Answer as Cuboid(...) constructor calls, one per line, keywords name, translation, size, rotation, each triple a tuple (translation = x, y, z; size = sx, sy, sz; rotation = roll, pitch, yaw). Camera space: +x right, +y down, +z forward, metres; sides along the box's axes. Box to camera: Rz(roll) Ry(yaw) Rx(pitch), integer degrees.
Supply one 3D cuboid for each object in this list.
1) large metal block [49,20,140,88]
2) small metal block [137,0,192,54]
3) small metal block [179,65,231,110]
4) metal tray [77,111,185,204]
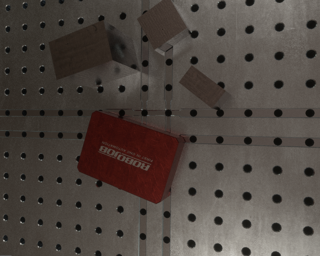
Cuboid(name="large metal block", translation=(-0.084, -0.093, 0.412), size=(0.080, 0.080, 0.050), rotation=(-15, 85, 19))
Cuboid(name="small metal block", translation=(0.006, -0.135, 0.410), size=(0.050, 0.025, 0.050), rotation=(-31, 80, 17))
Cuboid(name="small metal block", translation=(0.056, -0.048, 0.379), size=(0.050, 0.050, 0.025), rotation=(41, 103, 15))
Cuboid(name="metal tray", translation=(-0.042, 0.037, 0.424), size=(0.130, 0.030, 0.089), rotation=(18, 96, 18))
